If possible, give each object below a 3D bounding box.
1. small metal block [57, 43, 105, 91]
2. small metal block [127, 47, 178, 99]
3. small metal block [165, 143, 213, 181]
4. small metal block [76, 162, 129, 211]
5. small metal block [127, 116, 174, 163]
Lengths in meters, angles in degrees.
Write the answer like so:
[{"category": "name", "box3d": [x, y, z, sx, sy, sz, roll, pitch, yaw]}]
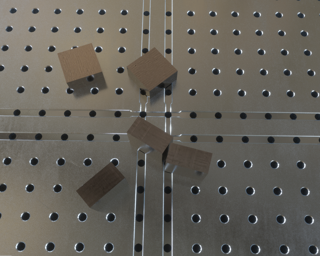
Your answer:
[{"category": "small metal block", "box3d": [-0.112, -0.087, 0.442, 0.050, 0.025, 0.050, -20, 71, -7]}, {"category": "small metal block", "box3d": [-0.011, -0.078, 0.440, 0.050, 0.025, 0.050, -38, 75, -13]}, {"category": "small metal block", "box3d": [0.034, 0.043, 0.383, 0.050, 0.050, 0.025, 14, 71, 5]}, {"category": "small metal block", "box3d": [-0.067, 0.072, 0.372, 0.050, 0.050, 0.025, -40, 75, -13]}, {"category": "small metal block", "box3d": [-0.012, 0.016, 0.392, 0.050, 0.050, 0.025, 31, 73, 10]}]
